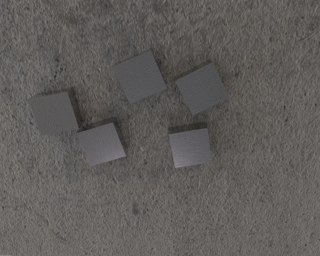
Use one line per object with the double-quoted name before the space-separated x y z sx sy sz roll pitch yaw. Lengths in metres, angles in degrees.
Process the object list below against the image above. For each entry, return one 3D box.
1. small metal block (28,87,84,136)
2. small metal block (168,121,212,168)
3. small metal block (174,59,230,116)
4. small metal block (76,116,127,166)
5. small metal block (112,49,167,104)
"small metal block" -0.133 -0.022 0.400 0.050 0.025 0.050 -11 110 3
"small metal block" 0.041 0.023 0.418 0.050 0.025 0.050 -10 110 3
"small metal block" 0.052 -0.052 0.391 0.050 0.025 0.050 -26 108 9
"small metal block" -0.076 0.018 0.416 0.050 0.025 0.050 -17 109 6
"small metal block" -0.024 -0.065 0.385 0.050 0.025 0.050 -22 109 7
